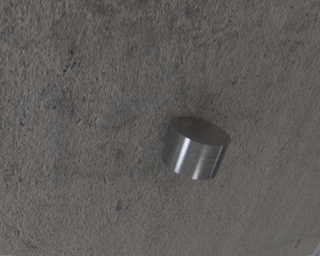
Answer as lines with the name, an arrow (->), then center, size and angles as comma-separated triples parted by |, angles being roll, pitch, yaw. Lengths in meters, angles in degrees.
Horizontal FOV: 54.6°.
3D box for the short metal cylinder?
short metal cylinder -> 0.047, 0.025, 0.411 | 0.081, 0.080, 0.050 | 2, 118, -29
